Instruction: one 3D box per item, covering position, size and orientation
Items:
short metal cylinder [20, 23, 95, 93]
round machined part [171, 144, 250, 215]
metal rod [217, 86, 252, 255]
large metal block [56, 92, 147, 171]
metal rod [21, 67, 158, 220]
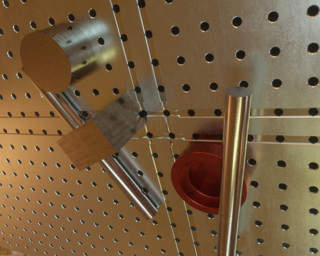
[{"bbox_3d":[-0.134,-0.092,0.409,0.080,0.050,0.079,13,124,21],"label":"short metal cylinder"},{"bbox_3d":[0.067,0.061,0.403,0.098,0.042,0.097,13,124,21],"label":"round machined part"},{"bbox_3d":[0.083,0.094,0.370,0.025,0.025,0.298,10,123,23],"label":"metal rod"},{"bbox_3d":[-0.077,0.005,0.419,0.080,0.080,0.050,-27,104,37],"label":"large metal block"},{"bbox_3d":[-0.104,0.024,0.480,0.025,0.025,0.300,-30,102,38],"label":"metal rod"}]
